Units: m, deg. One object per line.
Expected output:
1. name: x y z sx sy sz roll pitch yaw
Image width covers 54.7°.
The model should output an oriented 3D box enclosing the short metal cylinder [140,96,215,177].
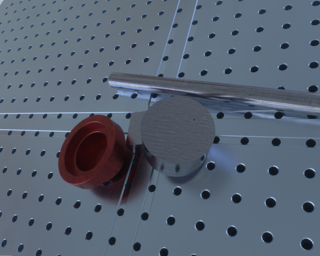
1. short metal cylinder: 0.019 0.011 0.356 0.081 0.050 0.080 0 66 0

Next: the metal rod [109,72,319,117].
1. metal rod: 0.051 -0.050 0.410 0.300 0.025 0.025 12 68 32

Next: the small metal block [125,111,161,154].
1. small metal block: -0.014 0.004 0.412 0.050 0.025 0.050 -7 59 24

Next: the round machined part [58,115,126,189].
1. round machined part: -0.085 0.034 0.413 0.098 0.042 0.098 -18 55 27
